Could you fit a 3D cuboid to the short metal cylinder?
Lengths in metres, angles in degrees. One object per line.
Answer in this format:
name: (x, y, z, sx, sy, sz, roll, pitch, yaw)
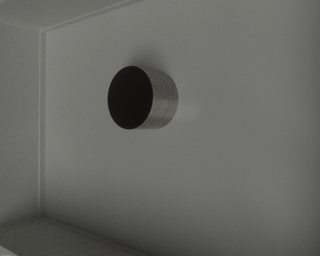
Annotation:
short metal cylinder: (-0.023, -0.038, 0.408, 0.080, 0.050, 0.079, 0, 90, 39)
